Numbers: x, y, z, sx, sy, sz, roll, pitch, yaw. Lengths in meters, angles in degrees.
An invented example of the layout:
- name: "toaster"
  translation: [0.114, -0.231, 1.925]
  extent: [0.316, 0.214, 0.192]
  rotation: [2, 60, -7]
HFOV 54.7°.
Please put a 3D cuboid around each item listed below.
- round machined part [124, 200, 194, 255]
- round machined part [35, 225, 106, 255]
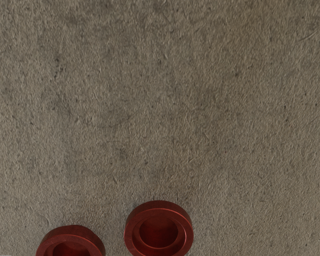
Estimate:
- name: "round machined part"
  translation: [-0.002, 0.147, 0.455]
  extent: [0.099, 0.042, 0.097]
  rotation: [0, 110, 0]
- name: "round machined part"
  translation: [-0.131, 0.187, 0.468]
  extent: [0.099, 0.042, 0.097]
  rotation: [0, 110, 0]
